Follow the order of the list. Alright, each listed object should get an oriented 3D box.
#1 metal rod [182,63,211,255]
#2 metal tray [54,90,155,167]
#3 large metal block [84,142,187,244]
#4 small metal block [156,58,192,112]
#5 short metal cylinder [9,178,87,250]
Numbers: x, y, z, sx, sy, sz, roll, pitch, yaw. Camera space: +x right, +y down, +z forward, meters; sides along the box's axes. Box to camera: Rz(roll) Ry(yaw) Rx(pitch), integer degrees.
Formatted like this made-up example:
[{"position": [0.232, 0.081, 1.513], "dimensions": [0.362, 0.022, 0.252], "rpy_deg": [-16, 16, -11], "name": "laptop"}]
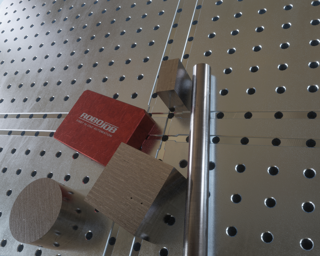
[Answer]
[{"position": [0.044, 0.049, 0.354], "dimensions": [0.025, 0.025, 0.299], "rpy_deg": [-8, 58, 24], "name": "metal rod"}, {"position": [-0.083, 0.002, 0.446], "dimensions": [0.130, 0.030, 0.090], "rpy_deg": [21, 73, 35], "name": "metal tray"}, {"position": [-0.026, 0.073, 0.359], "dimensions": [0.080, 0.050, 0.080], "rpy_deg": [22, 73, 35], "name": "large metal block"}, {"position": [0.020, -0.056, 0.415], "dimensions": [0.025, 0.050, 0.050], "rpy_deg": [-5, 60, 26], "name": "small metal block"}, {"position": [-0.142, 0.110, 0.397], "dimensions": [0.080, 0.050, 0.080], "rpy_deg": [-13, 56, 20], "name": "short metal cylinder"}]
